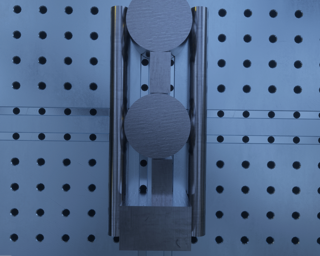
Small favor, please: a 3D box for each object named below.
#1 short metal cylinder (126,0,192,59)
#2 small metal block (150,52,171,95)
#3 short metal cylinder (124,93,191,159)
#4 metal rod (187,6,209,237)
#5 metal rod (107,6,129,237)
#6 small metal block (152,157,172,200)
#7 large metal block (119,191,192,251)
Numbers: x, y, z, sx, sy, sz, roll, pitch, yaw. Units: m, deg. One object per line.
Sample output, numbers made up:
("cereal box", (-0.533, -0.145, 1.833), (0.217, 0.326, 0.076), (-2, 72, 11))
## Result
("short metal cylinder", (-0.001, -0.132, 0.400), (0.081, 0.050, 0.080), (0, 90, 0))
("small metal block", (0.000, -0.068, 0.399), (0.025, 0.050, 0.050), (1, 90, 0))
("short metal cylinder", (-0.003, -0.003, 0.400), (0.081, 0.050, 0.080), (0, 90, 0))
("metal rod", (0.050, -0.008, 0.413), (0.025, 0.025, 0.298), (1, 90, 0))
("metal rod", (-0.055, -0.009, 0.412), (0.025, 0.025, 0.298), (1, 90, 0))
("small metal block", (0.002, 0.063, 0.400), (0.025, 0.050, 0.050), (0, 90, 0))
("large metal block", (-0.005, 0.112, 0.386), (0.081, 0.080, 0.050), (1, 90, 0))
